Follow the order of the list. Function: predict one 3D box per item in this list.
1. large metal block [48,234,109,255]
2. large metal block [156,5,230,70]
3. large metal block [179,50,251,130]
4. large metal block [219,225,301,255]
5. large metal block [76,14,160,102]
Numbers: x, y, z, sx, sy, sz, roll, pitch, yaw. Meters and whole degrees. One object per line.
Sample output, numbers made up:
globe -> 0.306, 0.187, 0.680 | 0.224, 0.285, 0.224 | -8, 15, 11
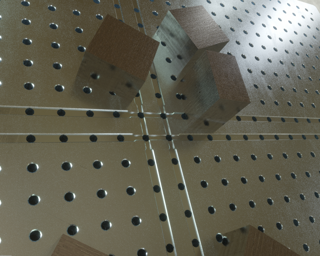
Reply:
large metal block -> -0.071, 0.150, 0.263 | 0.080, 0.050, 0.080 | 30, 52, -9
large metal block -> 0.054, -0.153, 0.517 | 0.081, 0.050, 0.080 | -25, 76, -37
large metal block -> 0.074, -0.052, 0.447 | 0.050, 0.080, 0.080 | 5, 60, -26
large metal block -> 0.111, 0.170, 0.350 | 0.080, 0.050, 0.080 | 33, 51, -7
large metal block -> -0.055, -0.095, 0.421 | 0.080, 0.050, 0.080 | 26, 53, -13
